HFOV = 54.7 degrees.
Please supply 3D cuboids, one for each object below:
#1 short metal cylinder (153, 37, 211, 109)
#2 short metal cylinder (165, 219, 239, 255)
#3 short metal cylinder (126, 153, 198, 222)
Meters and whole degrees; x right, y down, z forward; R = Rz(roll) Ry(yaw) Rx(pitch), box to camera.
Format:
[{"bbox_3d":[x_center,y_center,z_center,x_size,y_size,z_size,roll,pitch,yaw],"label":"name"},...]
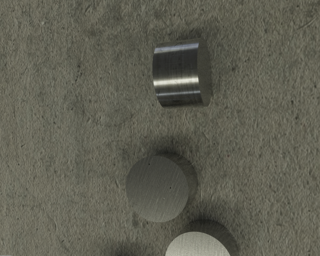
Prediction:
[{"bbox_3d":[0.029,-0.064,0.369,0.050,0.080,0.080,-2,89,20],"label":"short metal cylinder"},{"bbox_3d":[0.052,0.158,0.377,0.080,0.050,0.080,0,90,20],"label":"short metal cylinder"},{"bbox_3d":[0.004,0.073,0.394,0.080,0.050,0.080,0,90,20],"label":"short metal cylinder"}]
